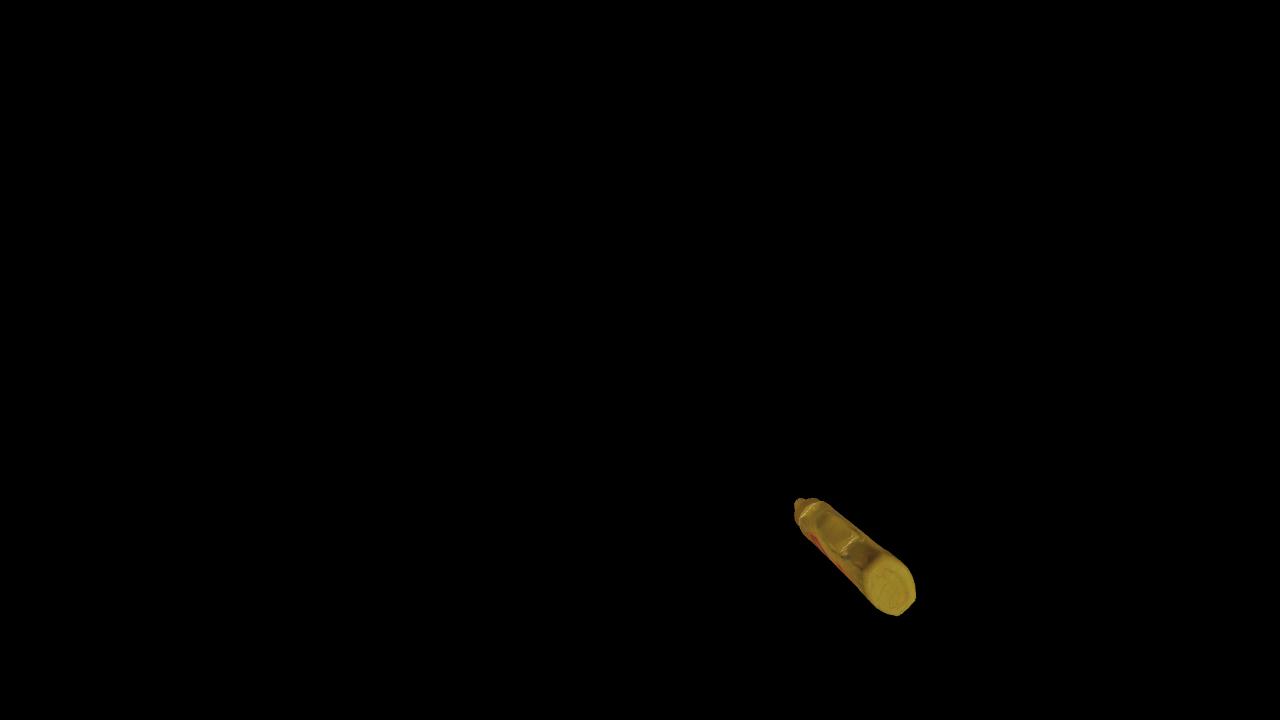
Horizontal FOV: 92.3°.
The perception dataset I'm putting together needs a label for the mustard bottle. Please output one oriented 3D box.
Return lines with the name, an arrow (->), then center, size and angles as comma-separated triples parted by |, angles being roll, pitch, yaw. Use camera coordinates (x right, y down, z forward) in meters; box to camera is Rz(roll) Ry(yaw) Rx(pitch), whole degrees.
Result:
mustard bottle -> 0.237, 0.214, 0.727 | 0.092, 0.054, 0.184 | 44, -1, -24
